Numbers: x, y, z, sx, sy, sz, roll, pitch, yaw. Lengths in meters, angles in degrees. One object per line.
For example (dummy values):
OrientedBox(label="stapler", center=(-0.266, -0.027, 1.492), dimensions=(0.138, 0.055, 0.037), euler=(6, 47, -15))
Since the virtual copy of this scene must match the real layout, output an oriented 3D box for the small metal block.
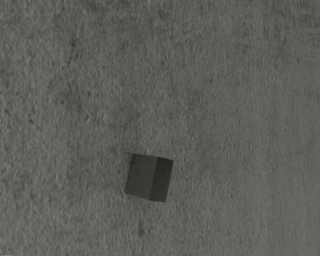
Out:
OrientedBox(label="small metal block", center=(-0.014, 0.059, 0.376), dimensions=(0.025, 0.050, 0.050), euler=(19, 78, -39))
